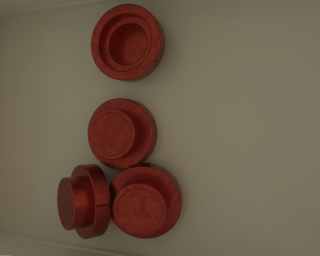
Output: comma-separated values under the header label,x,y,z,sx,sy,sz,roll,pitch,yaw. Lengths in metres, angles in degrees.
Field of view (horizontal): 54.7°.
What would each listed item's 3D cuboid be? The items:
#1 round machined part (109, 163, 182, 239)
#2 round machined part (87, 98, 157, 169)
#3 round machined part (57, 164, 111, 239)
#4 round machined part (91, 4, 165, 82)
label,x,y,z,sx,sy,sz,roll,pitch,yaw
round machined part,-0.022,0.097,0.397,0.098,0.042,0.097,1,99,8
round machined part,-0.057,0.008,0.422,0.098,0.042,0.097,0,90,20
round machined part,-0.106,0.098,0.414,0.098,0.042,0.097,0,90,55
round machined part,-0.039,-0.110,0.415,0.098,0.042,0.097,0,90,20
